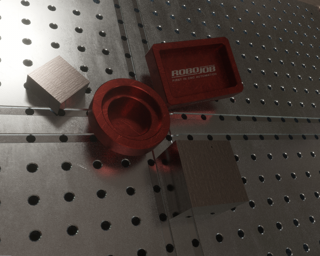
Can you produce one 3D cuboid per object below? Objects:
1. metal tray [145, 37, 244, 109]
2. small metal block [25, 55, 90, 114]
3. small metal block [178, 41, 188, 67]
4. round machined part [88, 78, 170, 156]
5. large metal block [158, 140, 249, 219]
[{"bbox_3d":[0.052,-0.082,0.458,0.131,0.030,0.090,-13,83,-24],"label":"metal tray"},{"bbox_3d":[-0.123,-0.053,0.375,0.050,0.025,0.050,41,51,-1],"label":"small metal block"},{"bbox_3d":[0.044,-0.105,0.498,0.050,0.025,0.050,21,54,-16],"label":"small metal block"},{"bbox_3d":[-0.040,-0.010,0.383,0.099,0.042,0.098,14,56,-21],"label":"round machined part"},{"bbox_3d":[0.051,0.062,0.384,0.081,0.050,0.080,2,61,-28],"label":"large metal block"}]
